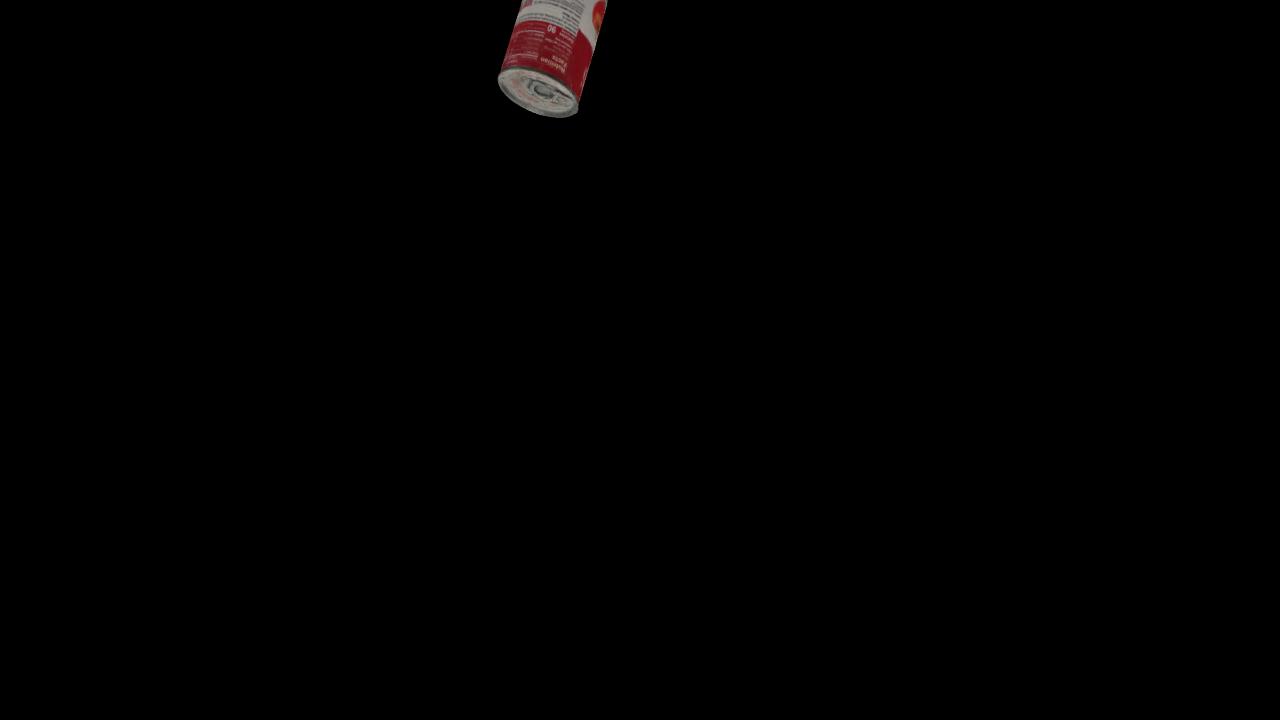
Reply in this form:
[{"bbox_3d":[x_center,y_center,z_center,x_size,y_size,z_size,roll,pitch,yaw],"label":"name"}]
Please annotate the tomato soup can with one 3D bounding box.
[{"bbox_3d":[-0.070,-0.263,0.504,0.068,0.101,0.068,14,-7,2],"label":"tomato soup can"}]
